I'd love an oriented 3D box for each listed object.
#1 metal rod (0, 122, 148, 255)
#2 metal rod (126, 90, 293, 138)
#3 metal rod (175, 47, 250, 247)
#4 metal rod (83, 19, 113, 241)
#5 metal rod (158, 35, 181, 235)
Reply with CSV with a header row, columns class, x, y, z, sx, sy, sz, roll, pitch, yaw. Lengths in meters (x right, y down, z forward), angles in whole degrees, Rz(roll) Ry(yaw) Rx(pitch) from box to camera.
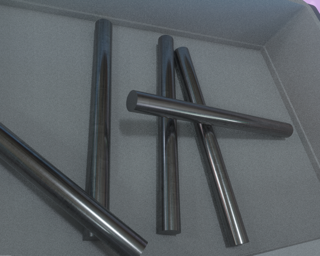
class,x,y,z,sx,sy,sz,roll,pitch,yaw
metal rod,-0.137,0.024,0.297,0.300,0.025,0.025,38,51,4
metal rod,0.091,-0.013,0.435,0.302,0.025,0.025,8,58,-35
metal rod,0.065,0.009,0.436,0.025,0.025,0.299,1,61,-28
metal rod,-0.073,-0.021,0.380,0.025,0.025,0.299,10,57,-23
metal rod,0.010,-0.012,0.420,0.025,0.025,0.299,13,56,-21
